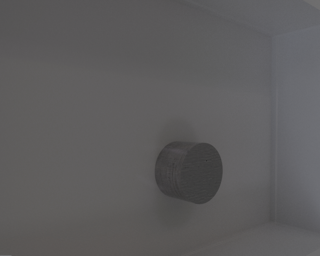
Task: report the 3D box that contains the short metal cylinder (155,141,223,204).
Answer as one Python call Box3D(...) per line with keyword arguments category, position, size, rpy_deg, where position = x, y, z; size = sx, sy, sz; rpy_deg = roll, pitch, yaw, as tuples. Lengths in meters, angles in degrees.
Box3D(category="short metal cylinder", position=(0.040, 0.059, 0.423), size=(0.081, 0.050, 0.080), rpy_deg=(0, 90, -40))
